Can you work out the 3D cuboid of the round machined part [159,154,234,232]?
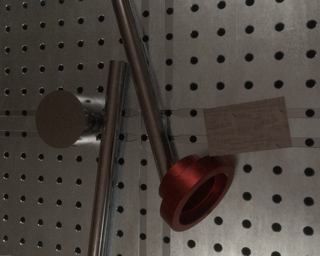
[{"bbox_3d":[0.038,0.070,0.363,0.042,0.098,0.098,41,103,34],"label":"round machined part"}]

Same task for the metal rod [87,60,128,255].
[{"bbox_3d":[-0.075,0.056,0.437,0.025,0.025,0.298,8,93,19],"label":"metal rod"}]

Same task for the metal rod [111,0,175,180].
[{"bbox_3d":[-0.022,-0.060,0.419,0.025,0.025,0.298,-17,84,19],"label":"metal rod"}]

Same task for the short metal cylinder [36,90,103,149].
[{"bbox_3d":[-0.128,-0.012,0.443,0.080,0.050,0.079,0,90,19],"label":"short metal cylinder"}]

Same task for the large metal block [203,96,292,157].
[{"bbox_3d":[0.099,-0.001,0.348,0.080,0.080,0.050,-9,87,19],"label":"large metal block"}]
